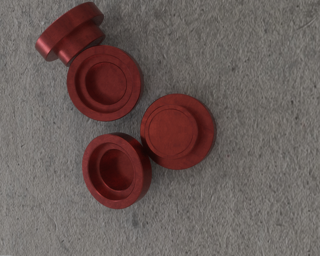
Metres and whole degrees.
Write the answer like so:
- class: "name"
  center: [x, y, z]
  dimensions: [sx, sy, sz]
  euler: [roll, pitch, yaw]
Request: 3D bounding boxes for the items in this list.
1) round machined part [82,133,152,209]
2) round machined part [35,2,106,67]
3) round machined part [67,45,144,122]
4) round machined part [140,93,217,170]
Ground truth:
- class: "round machined part"
  center: [-0.052, 0.054, 0.412]
  dimensions: [0.098, 0.042, 0.097]
  euler: [4, 98, 29]
- class: "round machined part"
  center: [-0.112, -0.119, 0.414]
  dimensions: [0.098, 0.098, 0.042]
  euler: [-36, 100, 16]
- class: "round machined part"
  center: [-0.070, -0.060, 0.415]
  dimensions: [0.098, 0.042, 0.097]
  euler: [1, 102, 7]
- class: "round machined part"
  center: [0.019, 0.005, 0.393]
  dimensions: [0.098, 0.042, 0.097]
  euler: [0, 90, 20]
